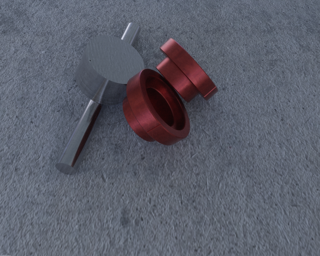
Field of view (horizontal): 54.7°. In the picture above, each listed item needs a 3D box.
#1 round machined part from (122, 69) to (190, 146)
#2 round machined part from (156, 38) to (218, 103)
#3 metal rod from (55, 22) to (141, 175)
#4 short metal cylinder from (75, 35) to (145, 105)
[{"bbox_3d":[-0.008,-0.021,0.387,0.042,0.098,0.098,-31,44,27],"label":"round machined part"},{"bbox_3d":[0.032,-0.073,0.428,0.042,0.098,0.098,-42,56,8],"label":"round machined part"},{"bbox_3d":[-0.078,-0.064,0.455,0.025,0.025,0.300,10,51,7],"label":"metal rod"},{"bbox_3d":[-0.068,-0.078,0.420,0.081,0.050,0.080,16,53,-23],"label":"short metal cylinder"}]
